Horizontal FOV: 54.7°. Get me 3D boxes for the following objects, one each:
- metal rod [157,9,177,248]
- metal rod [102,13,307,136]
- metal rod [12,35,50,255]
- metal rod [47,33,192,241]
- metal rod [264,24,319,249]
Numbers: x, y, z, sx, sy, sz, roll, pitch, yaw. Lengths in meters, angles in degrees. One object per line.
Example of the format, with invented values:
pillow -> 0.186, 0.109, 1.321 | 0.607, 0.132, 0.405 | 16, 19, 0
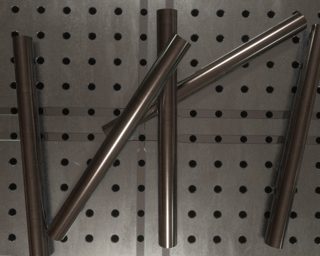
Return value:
metal rod -> 0.009, 0.007, 0.393 | 0.025, 0.025, 0.298 | 0, 98, -1
metal rod -> 0.059, -0.067, 0.414 | 0.301, 0.025, 0.025 | -30, 90, -1
metal rod -> -0.170, 0.030, 0.411 | 0.025, 0.025, 0.298 | -5, 90, -1
metal rod -> -0.057, 0.020, 0.380 | 0.025, 0.025, 0.299 | 34, 102, -1
metal rod -> 0.184, 0.011, 0.415 | 0.025, 0.025, 0.298 | 12, 90, -1
